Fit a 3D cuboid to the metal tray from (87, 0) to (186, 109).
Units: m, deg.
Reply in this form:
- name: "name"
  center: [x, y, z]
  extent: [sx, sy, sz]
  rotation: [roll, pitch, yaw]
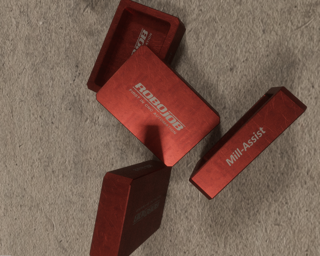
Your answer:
- name: "metal tray"
  center: [-0.033, -0.095, 0.416]
  extent: [0.090, 0.030, 0.129]
  rotation: [27, 98, 17]

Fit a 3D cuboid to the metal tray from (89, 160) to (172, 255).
- name: "metal tray"
  center: [-0.027, 0.090, 0.362]
  extent: [0.030, 0.130, 0.089]
  rotation: [12, 94, 19]

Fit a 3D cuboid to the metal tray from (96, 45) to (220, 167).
- name: "metal tray"
  center: [-0.002, -0.027, 0.385]
  extent: [0.130, 0.030, 0.090]
  rotation: [44, 104, -5]

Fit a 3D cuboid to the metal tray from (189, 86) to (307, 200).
- name: "metal tray"
  center: [0.091, 0.013, 0.339]
  extent: [0.030, 0.090, 0.130]
  rotation: [44, 103, 5]
